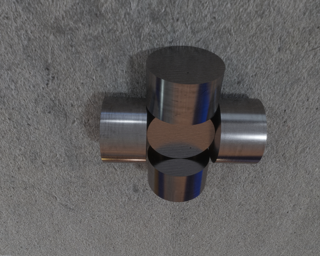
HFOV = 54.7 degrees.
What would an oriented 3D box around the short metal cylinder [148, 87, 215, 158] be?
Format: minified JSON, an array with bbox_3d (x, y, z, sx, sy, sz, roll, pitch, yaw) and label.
[{"bbox_3d":[0.025,-0.008,0.386,0.081,0.050,0.079,0,130,0],"label":"short metal cylinder"}]

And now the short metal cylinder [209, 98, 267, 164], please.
[{"bbox_3d":[0.090,0.003,0.377,0.050,0.080,0.079,2,130,-2],"label":"short metal cylinder"}]

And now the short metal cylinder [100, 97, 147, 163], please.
[{"bbox_3d":[-0.041,0.002,0.375,0.050,0.080,0.079,2,130,-2],"label":"short metal cylinder"}]

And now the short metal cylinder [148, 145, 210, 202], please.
[{"bbox_3d":[0.024,0.052,0.417,0.081,0.080,0.050,0,130,-1],"label":"short metal cylinder"}]

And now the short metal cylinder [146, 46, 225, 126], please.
[{"bbox_3d":[0.025,-0.047,0.332,0.081,0.080,0.050,1,130,-2],"label":"short metal cylinder"}]
